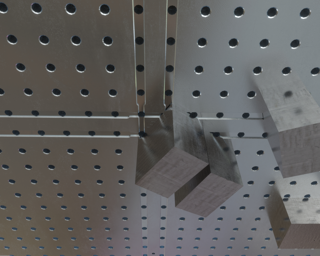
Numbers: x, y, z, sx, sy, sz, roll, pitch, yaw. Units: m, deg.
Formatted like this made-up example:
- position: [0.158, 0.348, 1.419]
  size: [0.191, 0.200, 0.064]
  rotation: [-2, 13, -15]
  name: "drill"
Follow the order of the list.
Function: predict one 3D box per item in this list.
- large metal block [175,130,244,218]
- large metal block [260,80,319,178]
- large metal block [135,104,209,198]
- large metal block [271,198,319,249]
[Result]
- position: [0.062, 0.063, 0.431]
  size: [0.050, 0.080, 0.080]
  rotation: [24, 126, -19]
  name: "large metal block"
- position: [0.162, 0.001, 0.379]
  size: [0.050, 0.080, 0.080]
  rotation: [-14, 129, 11]
  name: "large metal block"
- position: [0.013, 0.030, 0.401]
  size: [0.050, 0.080, 0.080]
  rotation: [29, 124, -23]
  name: "large metal block"
- position: [0.251, 0.168, 0.542]
  size: [0.081, 0.050, 0.079]
  rotation: [0, 130, -1]
  name: "large metal block"
